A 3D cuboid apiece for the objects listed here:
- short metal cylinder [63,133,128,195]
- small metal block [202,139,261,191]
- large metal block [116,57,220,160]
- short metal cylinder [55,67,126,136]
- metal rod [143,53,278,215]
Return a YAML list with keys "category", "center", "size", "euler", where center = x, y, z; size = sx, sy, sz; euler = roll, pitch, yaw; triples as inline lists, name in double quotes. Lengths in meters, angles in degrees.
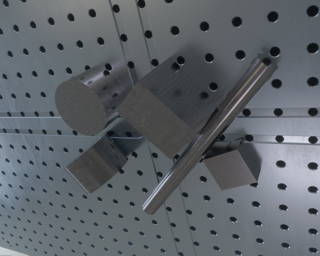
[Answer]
- category: "short metal cylinder"
  center: [-0.094, 0.052, 0.457]
  size: [0.080, 0.080, 0.050]
  euler: [-33, 100, 38]
- category: "small metal block"
  center: [0.091, 0.047, 0.393]
  size: [0.050, 0.025, 0.050]
  euler: [-24, 106, 36]
- category: "large metal block"
  center: [0.012, -0.025, 0.354]
  size: [0.080, 0.080, 0.050]
  euler: [42, 129, -1]
- category: "short metal cylinder"
  center: [-0.094, -0.036, 0.422]
  size: [0.080, 0.050, 0.079]
  euler: [13, 124, 21]
- category: "metal rod"
  center: [0.046, 0.031, 0.405]
  size: [0.025, 0.025, 0.298]
  euler: [36, 129, 4]
